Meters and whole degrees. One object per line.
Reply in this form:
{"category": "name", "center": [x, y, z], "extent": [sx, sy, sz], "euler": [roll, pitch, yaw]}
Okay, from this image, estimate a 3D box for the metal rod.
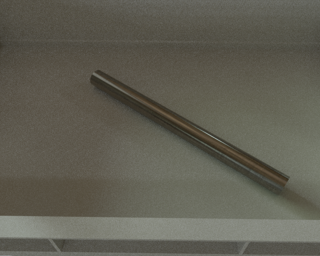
{"category": "metal rod", "center": [0.022, -0.005, 0.409], "extent": [0.300, 0.025, 0.025], "euler": [31, 57, 23]}
